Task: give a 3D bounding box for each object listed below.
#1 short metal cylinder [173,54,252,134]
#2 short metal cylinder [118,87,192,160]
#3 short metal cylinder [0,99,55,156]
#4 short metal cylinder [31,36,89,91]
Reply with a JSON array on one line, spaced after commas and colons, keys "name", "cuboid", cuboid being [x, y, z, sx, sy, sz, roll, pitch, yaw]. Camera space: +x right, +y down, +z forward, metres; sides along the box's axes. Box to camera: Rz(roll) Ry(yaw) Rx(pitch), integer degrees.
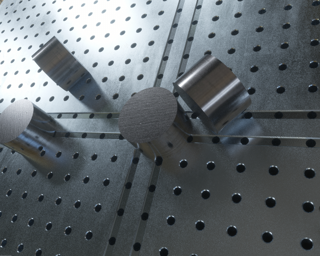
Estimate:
[{"name": "short metal cylinder", "cuboid": [0.060, -0.039, 0.365, 0.050, 0.080, 0.080, -41, 51, 0]}, {"name": "short metal cylinder", "cuboid": [-0.006, -0.006, 0.397, 0.080, 0.050, 0.080, -13, 56, 20]}, {"name": "short metal cylinder", "cuboid": [-0.220, 0.000, 0.505, 0.080, 0.050, 0.080, -13, 56, 20]}, {"name": "short metal cylinder", "cuboid": [-0.168, -0.108, 0.525, 0.050, 0.080, 0.080, -43, 51, -1]}]
